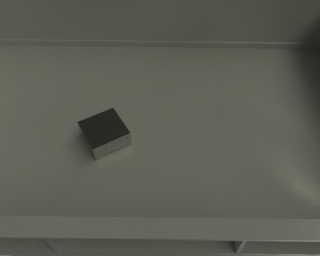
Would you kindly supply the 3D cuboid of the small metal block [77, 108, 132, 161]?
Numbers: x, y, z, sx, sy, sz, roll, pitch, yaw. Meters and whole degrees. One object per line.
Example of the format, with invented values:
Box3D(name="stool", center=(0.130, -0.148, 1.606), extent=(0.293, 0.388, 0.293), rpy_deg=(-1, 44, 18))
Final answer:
Box3D(name="small metal block", center=(-0.071, 0.007, 0.398), extent=(0.050, 0.025, 0.050), rpy_deg=(-24, 54, -20))
